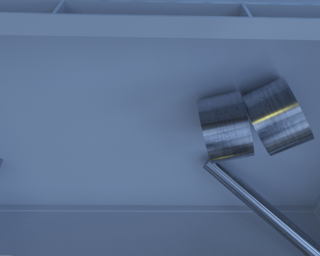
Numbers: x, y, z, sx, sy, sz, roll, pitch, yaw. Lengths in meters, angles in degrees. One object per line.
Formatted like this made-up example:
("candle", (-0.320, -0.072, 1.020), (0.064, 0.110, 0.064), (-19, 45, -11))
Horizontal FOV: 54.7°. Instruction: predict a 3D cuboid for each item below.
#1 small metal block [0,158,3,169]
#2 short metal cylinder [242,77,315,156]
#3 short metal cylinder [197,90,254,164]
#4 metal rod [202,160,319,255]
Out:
("small metal block", (-0.262, 0.062, 0.442), (0.050, 0.050, 0.025), (23, 126, -19))
("short metal cylinder", (0.138, -0.013, 0.364), (0.050, 0.080, 0.080), (-26, 126, 20))
("short metal cylinder", (0.078, -0.001, 0.374), (0.050, 0.080, 0.080), (-13, 129, 10))
("metal rod", (0.185, 0.146, 0.449), (0.300, 0.025, 0.025), (41, 123, 2))
